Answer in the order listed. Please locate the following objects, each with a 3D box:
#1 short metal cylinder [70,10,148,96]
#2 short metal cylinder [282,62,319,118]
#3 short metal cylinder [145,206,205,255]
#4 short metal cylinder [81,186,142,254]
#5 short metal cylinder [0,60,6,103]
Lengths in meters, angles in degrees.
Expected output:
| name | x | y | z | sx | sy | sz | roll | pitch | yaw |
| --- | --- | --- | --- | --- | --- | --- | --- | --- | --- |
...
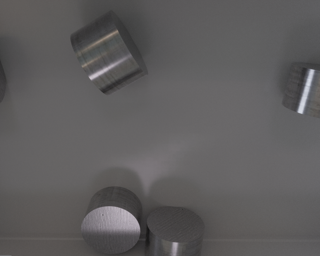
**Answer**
| name | x | y | z | sx | sy | sz | roll | pitch | yaw |
| --- | --- | --- | --- | --- | --- | --- | --- | --- | --- |
| short metal cylinder | -0.055 | -0.084 | 0.351 | 0.050 | 0.080 | 0.080 | -28 | 108 | 10 |
| short metal cylinder | 0.192 | -0.045 | 0.367 | 0.081 | 0.080 | 0.050 | 6 | 110 | -2 |
| short metal cylinder | 0.020 | 0.156 | 0.439 | 0.081 | 0.080 | 0.050 | 4 | 109 | -2 |
| short metal cylinder | -0.067 | 0.132 | 0.446 | 0.081 | 0.050 | 0.079 | 0 | 110 | 0 |
| short metal cylinder | -0.225 | -0.060 | 0.358 | 0.050 | 0.080 | 0.079 | -8 | 110 | 3 |
